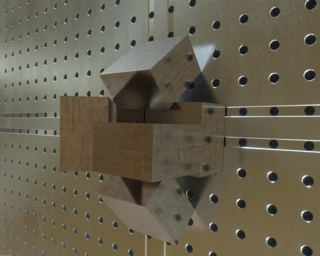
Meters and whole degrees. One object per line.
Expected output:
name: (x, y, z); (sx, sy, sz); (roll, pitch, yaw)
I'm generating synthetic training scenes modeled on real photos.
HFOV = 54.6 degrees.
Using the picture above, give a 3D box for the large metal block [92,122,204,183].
large metal block: (-0.011, 0.020, 0.318); (0.080, 0.081, 0.050); (2, 91, 40)

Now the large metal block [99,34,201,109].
large metal block: (-0.010, -0.066, 0.373); (0.080, 0.080, 0.050); (3, 130, 40)

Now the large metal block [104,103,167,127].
large metal block: (-0.036, 0.006, 0.425); (0.080, 0.050, 0.080); (9, 96, 39)

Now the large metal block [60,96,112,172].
large metal block: (-0.084, 0.005, 0.368); (0.050, 0.080, 0.080); (1, 91, -5)

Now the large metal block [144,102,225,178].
large metal block: (0.028, 0.010, 0.370); (0.080, 0.050, 0.080); (4, 93, 40)

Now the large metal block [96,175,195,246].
large metal block: (-0.016, 0.091, 0.380); (0.080, 0.050, 0.080); (3, 137, 40)
